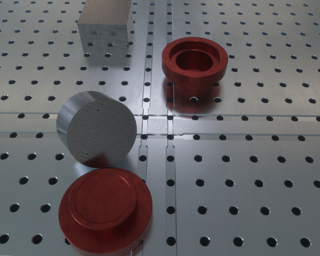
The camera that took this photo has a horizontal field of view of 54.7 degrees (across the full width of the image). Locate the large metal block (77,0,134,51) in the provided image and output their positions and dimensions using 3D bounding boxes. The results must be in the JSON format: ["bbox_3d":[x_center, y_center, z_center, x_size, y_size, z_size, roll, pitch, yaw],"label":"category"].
[{"bbox_3d":[-0.092,-0.182,0.544,0.080,0.050,0.080,2,50,1],"label":"large metal block"}]

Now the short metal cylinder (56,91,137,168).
[{"bbox_3d":[-0.074,0.000,0.362,0.081,0.080,0.050,-27,28,-21],"label":"short metal cylinder"}]

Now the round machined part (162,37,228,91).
[{"bbox_3d":[0.052,-0.094,0.476,0.099,0.042,0.098,0,50,0],"label":"round machined part"}]

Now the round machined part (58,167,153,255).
[{"bbox_3d":[-0.057,0.082,0.327,0.099,0.042,0.098,0,50,0],"label":"round machined part"}]
